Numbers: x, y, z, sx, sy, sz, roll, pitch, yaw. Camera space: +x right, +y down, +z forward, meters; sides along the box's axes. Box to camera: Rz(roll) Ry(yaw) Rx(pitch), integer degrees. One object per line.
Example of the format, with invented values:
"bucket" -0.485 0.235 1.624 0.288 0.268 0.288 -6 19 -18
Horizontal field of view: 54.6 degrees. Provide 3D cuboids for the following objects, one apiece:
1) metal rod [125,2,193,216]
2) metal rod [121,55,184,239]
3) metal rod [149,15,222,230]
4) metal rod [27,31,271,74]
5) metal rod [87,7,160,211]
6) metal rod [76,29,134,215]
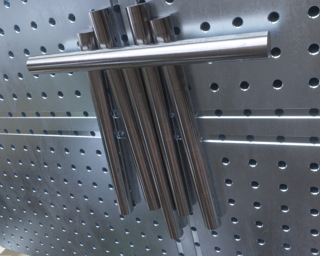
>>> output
"metal rod" 0.006 -0.005 0.407 0.025 0.025 0.298 1 119 28
"metal rod" -0.006 0.041 0.440 0.025 0.025 0.298 1 119 28
"metal rod" 0.039 0.011 0.398 0.025 0.025 0.299 -3 117 29
"metal rod" -0.035 -0.080 0.348 0.300 0.025 0.025 2 119 27
"metal rod" -0.041 -0.008 0.429 0.025 0.025 0.298 1 119 28
"metal rod" -0.074 0.009 0.455 0.025 0.025 0.298 7 122 25
